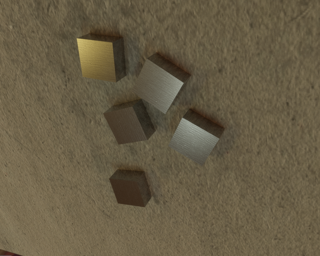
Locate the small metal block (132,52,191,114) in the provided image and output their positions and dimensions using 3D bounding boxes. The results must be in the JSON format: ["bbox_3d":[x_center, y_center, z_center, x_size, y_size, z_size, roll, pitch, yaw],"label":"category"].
[{"bbox_3d":[0.001,-0.054,0.372,0.050,0.025,0.050,35,129,5],"label":"small metal block"}]

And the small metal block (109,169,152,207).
[{"bbox_3d":[-0.046,0.094,0.488,0.050,0.025,0.050,0,119,27],"label":"small metal block"}]

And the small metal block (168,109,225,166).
[{"bbox_3d":[0.045,0.012,0.390,0.050,0.025,0.050,30,128,8],"label":"small metal block"}]

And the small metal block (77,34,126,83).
[{"bbox_3d":[-0.072,-0.088,0.389,0.050,0.025,0.050,12,124,21],"label":"small metal block"}]

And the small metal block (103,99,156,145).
[{"bbox_3d":[-0.041,-0.008,0.422,0.050,0.025,0.050,-10,113,32],"label":"small metal block"}]
